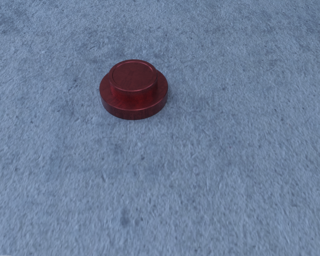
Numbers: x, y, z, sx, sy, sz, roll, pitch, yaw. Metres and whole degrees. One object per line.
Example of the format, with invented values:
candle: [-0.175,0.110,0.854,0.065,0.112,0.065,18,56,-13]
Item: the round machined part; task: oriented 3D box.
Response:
round machined part: [-0.038,-0.061,0.443,0.099,0.042,0.098,0,50,0]
